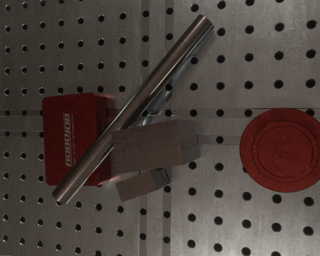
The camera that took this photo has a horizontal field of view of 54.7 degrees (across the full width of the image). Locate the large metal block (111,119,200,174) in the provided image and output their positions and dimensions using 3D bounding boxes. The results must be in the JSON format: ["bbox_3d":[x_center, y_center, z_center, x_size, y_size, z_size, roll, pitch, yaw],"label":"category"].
[{"bbox_3d":[-0.002,0.022,0.383,0.080,0.080,0.050,-11,87,19],"label":"large metal block"}]

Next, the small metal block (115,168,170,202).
[{"bbox_3d":[-0.022,0.073,0.406,0.050,0.050,0.025,-22,83,18],"label":"small metal block"}]

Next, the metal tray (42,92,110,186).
[{"bbox_3d":[-0.123,0.017,0.452,0.090,0.030,0.129,-3,89,19],"label":"metal tray"}]

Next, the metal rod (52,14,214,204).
[{"bbox_3d":[-0.037,-0.021,0.403,0.025,0.025,0.299,41,95,15],"label":"metal rod"}]

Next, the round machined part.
[{"bbox_3d":[0.141,0.026,0.354,0.098,0.042,0.097,0,90,19],"label":"round machined part"}]
